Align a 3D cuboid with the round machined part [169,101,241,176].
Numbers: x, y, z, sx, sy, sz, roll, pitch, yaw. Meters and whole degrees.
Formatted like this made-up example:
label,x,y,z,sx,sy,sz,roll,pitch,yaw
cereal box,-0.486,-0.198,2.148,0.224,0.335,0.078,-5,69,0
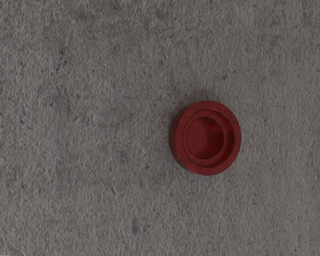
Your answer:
label,x,y,z,sx,sy,sz,roll,pitch,yaw
round machined part,0.057,0.013,0.421,0.099,0.042,0.097,0,90,-20
